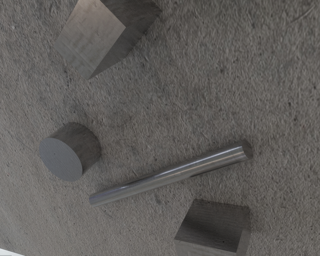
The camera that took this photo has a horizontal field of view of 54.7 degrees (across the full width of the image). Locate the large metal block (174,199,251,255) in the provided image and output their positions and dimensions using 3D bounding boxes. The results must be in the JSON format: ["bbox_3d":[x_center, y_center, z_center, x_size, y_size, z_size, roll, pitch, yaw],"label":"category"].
[{"bbox_3d":[0.075,0.148,0.423,0.080,0.080,0.050,3,120,27],"label":"large metal block"}]

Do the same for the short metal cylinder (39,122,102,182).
[{"bbox_3d":[-0.140,0.037,0.488,0.080,0.050,0.079,13,124,21],"label":"short metal cylinder"}]

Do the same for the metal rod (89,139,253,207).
[{"bbox_3d":[-0.005,0.076,0.456,0.299,0.025,0.025,-25,105,36],"label":"metal rod"}]

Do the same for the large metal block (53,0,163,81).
[{"bbox_3d":[-0.055,-0.107,0.334,0.050,0.080,0.080,46,129,-4],"label":"large metal block"}]
